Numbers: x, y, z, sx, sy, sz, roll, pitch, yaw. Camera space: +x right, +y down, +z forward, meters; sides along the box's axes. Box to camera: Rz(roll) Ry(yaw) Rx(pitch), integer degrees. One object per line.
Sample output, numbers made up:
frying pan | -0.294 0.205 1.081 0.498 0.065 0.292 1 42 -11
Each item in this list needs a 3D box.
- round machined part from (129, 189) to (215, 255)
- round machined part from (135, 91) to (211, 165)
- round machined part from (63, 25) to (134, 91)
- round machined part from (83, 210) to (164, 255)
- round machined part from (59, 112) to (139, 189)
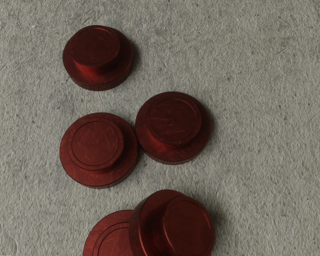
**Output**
round machined part | 0.019 0.112 0.331 0.099 0.042 0.098 23 47 -27
round machined part | 0.017 -0.004 0.401 0.099 0.042 0.098 0 70 0
round machined part | -0.088 -0.105 0.437 0.099 0.042 0.098 0 70 0
round machined part | -0.038 0.142 0.347 0.099 0.042 0.098 0 70 0
round machined part | -0.077 0.025 0.389 0.099 0.042 0.098 0 70 0
